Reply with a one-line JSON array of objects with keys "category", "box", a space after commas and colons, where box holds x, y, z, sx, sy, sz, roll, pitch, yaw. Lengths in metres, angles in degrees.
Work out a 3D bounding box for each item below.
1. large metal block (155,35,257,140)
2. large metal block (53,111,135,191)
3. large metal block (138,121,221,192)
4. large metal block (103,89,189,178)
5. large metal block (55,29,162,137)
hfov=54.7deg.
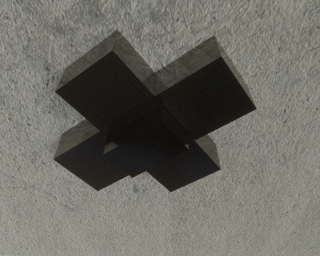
[{"category": "large metal block", "box": [0.051, -0.043, 0.355, 0.080, 0.050, 0.080, -29, 125, 22]}, {"category": "large metal block", "box": [-0.078, 0.030, 0.416, 0.080, 0.050, 0.080, -29, 125, 22]}, {"category": "large metal block", "box": [0.024, 0.032, 0.419, 0.080, 0.050, 0.080, -29, 125, 22]}, {"category": "large metal block", "box": [-0.016, 0.001, 0.373, 0.080, 0.080, 0.050, -29, 125, 22]}, {"category": "large metal block", "box": [-0.054, -0.048, 0.350, 0.080, 0.050, 0.080, -29, 125, 22]}]
